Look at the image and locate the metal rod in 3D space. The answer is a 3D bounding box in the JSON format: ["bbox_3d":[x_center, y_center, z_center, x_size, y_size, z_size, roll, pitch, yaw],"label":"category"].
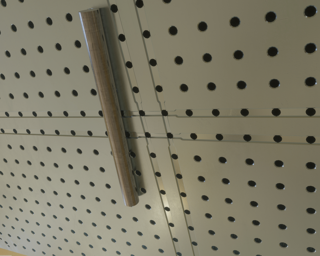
[{"bbox_3d":[-0.065,-0.010,0.437,0.025,0.025,0.298,6,121,25],"label":"metal rod"}]
